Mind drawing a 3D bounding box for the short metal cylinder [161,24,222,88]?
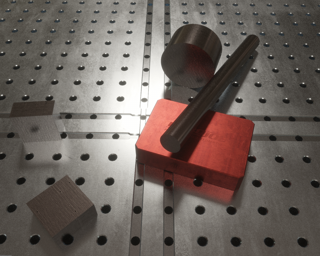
[{"bbox_3d":[0.048,-0.106,0.462,0.080,0.080,0.050,15,52,12],"label":"short metal cylinder"}]

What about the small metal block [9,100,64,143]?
[{"bbox_3d":[-0.155,-0.008,0.396,0.050,0.050,0.025,-4,50,-4],"label":"small metal block"}]

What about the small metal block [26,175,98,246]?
[{"bbox_3d":[-0.105,0.087,0.333,0.050,0.025,0.050,-37,59,-27],"label":"small metal block"}]

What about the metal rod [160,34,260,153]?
[{"bbox_3d":[0.086,-0.067,0.435,0.025,0.025,0.301,24,45,19],"label":"metal rod"}]

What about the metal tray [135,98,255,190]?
[{"bbox_3d":[0.045,0.017,0.391,0.131,0.030,0.090,15,51,12],"label":"metal tray"}]
